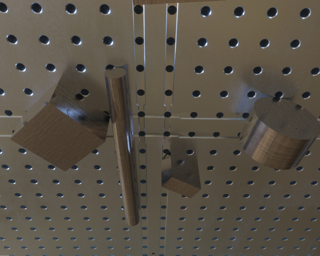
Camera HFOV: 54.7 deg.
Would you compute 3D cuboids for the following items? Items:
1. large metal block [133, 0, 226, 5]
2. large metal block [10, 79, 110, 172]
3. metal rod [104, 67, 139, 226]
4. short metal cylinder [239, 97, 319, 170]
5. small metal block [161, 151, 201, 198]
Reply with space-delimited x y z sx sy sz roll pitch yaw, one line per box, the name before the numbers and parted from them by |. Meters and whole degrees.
large metal block | 0.014 -0.155 0.263 0.081 0.050 0.079 -3 130 1
large metal block | -0.123 -0.001 0.393 0.080 0.050 0.080 -35 122 26
metal rod | -0.050 0.050 0.453 0.025 0.025 0.298 -1 130 0
short metal cylinder | 0.146 0.005 0.382 0.081 0.080 0.050 8 130 -7
small metal block | 0.030 0.069 0.454 0.050 0.050 0.025 26 125 -21
